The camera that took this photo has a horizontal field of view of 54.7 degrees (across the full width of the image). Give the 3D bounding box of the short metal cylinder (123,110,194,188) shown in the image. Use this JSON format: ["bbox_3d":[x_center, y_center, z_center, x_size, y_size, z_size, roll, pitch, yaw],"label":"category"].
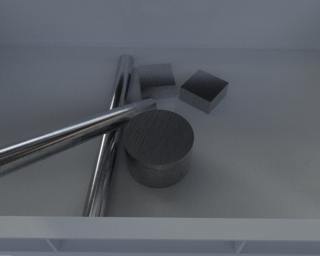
[{"bbox_3d":[-0.002,0.024,0.369,0.081,0.050,0.080,0,50,0],"label":"short metal cylinder"}]

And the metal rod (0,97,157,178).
[{"bbox_3d":[-0.099,0.011,0.315,0.025,0.025,0.302,31,32,23],"label":"metal rod"}]

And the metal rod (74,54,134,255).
[{"bbox_3d":[-0.062,0.007,0.398,0.025,0.025,0.300,3,50,2],"label":"metal rod"}]

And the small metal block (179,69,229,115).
[{"bbox_3d":[0.064,-0.054,0.451,0.050,0.025,0.050,30,56,23],"label":"small metal block"}]

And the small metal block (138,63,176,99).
[{"bbox_3d":[-0.006,-0.070,0.464,0.050,0.025,0.050,-5,50,-5],"label":"small metal block"}]
